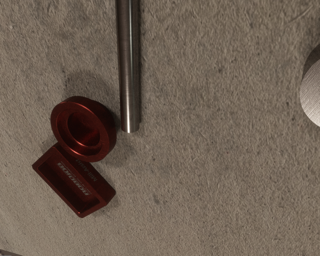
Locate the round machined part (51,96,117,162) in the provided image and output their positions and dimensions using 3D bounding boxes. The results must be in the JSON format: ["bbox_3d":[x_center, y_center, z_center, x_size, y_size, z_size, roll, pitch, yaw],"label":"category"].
[{"bbox_3d":[-0.105,-0.002,0.448,0.098,0.042,0.097,13,124,20],"label":"round machined part"}]

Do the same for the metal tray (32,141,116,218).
[{"bbox_3d":[-0.150,0.089,0.534,0.090,0.030,0.130,-35,99,38],"label":"metal tray"}]

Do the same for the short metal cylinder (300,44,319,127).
[{"bbox_3d":[0.170,-0.041,0.276,0.080,0.050,0.079,13,124,20],"label":"short metal cylinder"}]

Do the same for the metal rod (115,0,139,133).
[{"bbox_3d":[-0.037,-0.126,0.346,0.025,0.025,0.298,15,125,19],"label":"metal rod"}]
